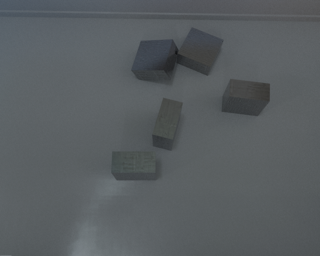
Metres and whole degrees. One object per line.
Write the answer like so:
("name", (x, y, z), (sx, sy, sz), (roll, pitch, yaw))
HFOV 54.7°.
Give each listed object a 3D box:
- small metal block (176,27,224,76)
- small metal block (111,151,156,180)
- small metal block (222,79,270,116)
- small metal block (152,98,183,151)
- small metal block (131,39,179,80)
("small metal block", (0.058, -0.111, 0.451), (0.050, 0.025, 0.050), (25, 72, 8))
("small metal block", (-0.030, 0.047, 0.379), (0.050, 0.050, 0.025), (0, 70, -1))
("small metal block", (0.113, -0.039, 0.412), (0.050, 0.050, 0.025), (7, 70, 2))
("small metal block", (0.009, -0.004, 0.398), (0.025, 0.050, 0.050), (15, 71, 5))
("small metal block", (-0.006, -0.095, 0.435), (0.050, 0.025, 0.050), (5, 68, 26))
